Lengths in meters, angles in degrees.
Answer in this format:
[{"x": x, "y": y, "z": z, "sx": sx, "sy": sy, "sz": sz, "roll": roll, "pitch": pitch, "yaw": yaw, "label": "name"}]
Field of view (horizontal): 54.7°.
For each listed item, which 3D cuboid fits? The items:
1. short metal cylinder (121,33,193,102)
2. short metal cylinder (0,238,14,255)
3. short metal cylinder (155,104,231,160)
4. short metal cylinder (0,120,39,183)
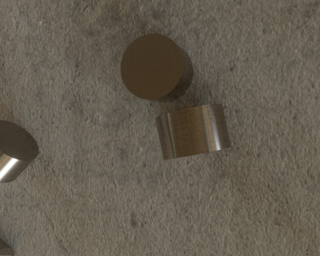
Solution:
[{"x": -0.003, "y": -0.074, "z": 0.396, "sx": 0.080, "sy": 0.050, "sz": 0.079, "roll": 0, "pitch": 90, "yaw": 19, "label": "short metal cylinder"}, {"x": -0.276, "y": 0.204, "z": 0.475, "sx": 0.050, "sy": 0.080, "sz": 0.080, "roll": 31, "pitch": 100, "yaw": 17, "label": "short metal cylinder"}, {"x": 0.039, "y": 0.005, "z": 0.366, "sx": 0.080, "sy": 0.080, "sz": 0.050, "roll": -12, "pitch": 86, "yaw": 19, "label": "short metal cylinder"}, {"x": -0.231, "y": 0.034, "z": 0.459, "sx": 0.050, "sy": 0.080, "sz": 0.080, "roll": -44, "pitch": 77, "yaw": 14, "label": "short metal cylinder"}]
